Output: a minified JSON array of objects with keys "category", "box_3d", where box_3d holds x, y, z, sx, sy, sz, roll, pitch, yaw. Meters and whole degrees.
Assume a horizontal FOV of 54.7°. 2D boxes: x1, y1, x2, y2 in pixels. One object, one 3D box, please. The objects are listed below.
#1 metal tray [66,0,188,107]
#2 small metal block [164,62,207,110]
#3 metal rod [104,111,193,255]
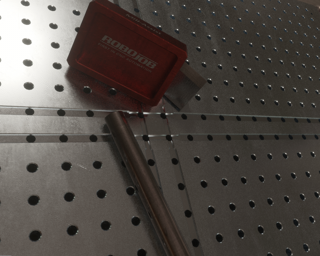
[{"category":"metal tray","box_3d":[-0.041,-0.094,0.399,0.131,0.089,0.030,26,31,-12]},{"category":"small metal block","box_3d":[0.030,-0.063,0.447,0.050,0.050,0.025,42,43,0]},{"category":"metal rod","box_3d":[0.008,0.113,0.344,0.025,0.025,0.299,-16,70,-35]}]
